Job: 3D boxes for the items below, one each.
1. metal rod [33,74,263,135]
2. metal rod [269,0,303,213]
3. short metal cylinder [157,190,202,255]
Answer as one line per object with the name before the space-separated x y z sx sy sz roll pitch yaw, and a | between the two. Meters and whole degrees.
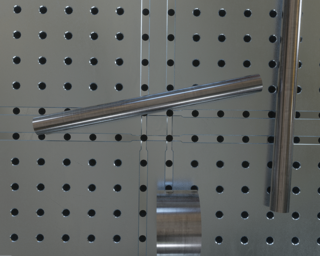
metal rod | -0.016 -0.031 0.413 0.302 0.025 0.025 -11 90 0
metal rod | 0.169 -0.039 0.414 0.025 0.025 0.298 4 90 0
short metal cylinder | 0.021 0.118 0.386 0.050 0.080 0.080 0 90 0
